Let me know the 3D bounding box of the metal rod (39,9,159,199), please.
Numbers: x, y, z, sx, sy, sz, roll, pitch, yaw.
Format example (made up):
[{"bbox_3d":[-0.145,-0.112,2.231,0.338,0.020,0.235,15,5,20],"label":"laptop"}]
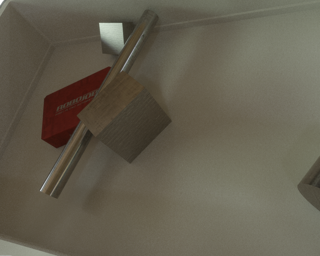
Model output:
[{"bbox_3d":[-0.076,-0.045,0.432,0.025,0.025,0.300,14,69,33],"label":"metal rod"}]

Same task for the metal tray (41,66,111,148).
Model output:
[{"bbox_3d":[-0.121,-0.032,0.484,0.130,0.030,0.090,-22,54,14],"label":"metal tray"}]

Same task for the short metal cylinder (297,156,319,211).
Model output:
[{"bbox_3d":[0.164,0.052,0.253,0.080,0.080,0.050,35,81,38],"label":"short metal cylinder"}]

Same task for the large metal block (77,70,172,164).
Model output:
[{"bbox_3d":[-0.043,-0.012,0.399,0.080,0.080,0.050,-46,51,-4],"label":"large metal block"}]

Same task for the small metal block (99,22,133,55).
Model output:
[{"bbox_3d":[-0.071,-0.149,0.514,0.050,0.050,0.025,12,26,33],"label":"small metal block"}]
